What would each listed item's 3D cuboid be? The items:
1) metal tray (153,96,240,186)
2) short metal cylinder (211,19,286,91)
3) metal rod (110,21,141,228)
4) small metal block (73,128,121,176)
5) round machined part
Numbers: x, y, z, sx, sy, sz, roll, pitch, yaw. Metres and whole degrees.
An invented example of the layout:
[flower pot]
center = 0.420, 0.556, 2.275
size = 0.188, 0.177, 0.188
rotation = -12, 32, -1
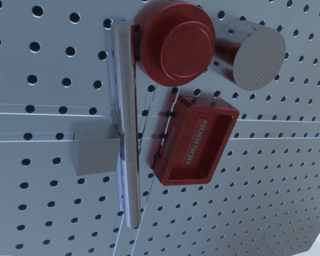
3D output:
[metal tray]
center = 0.052, 0.022, 0.451
size = 0.091, 0.030, 0.129
rotation = 4, 117, -31
[short metal cylinder]
center = 0.113, -0.094, 0.400
size = 0.081, 0.050, 0.079
rotation = -14, 125, -21
[metal rod]
center = -0.041, 0.018, 0.401
size = 0.025, 0.025, 0.298
rotation = -13, 124, -22
[small metal block]
center = -0.080, 0.029, 0.387
size = 0.050, 0.025, 0.050
rotation = -4, 120, -27
[round machined part]
center = 0.023, -0.092, 0.357
size = 0.099, 0.042, 0.097
rotation = -14, 124, -21
